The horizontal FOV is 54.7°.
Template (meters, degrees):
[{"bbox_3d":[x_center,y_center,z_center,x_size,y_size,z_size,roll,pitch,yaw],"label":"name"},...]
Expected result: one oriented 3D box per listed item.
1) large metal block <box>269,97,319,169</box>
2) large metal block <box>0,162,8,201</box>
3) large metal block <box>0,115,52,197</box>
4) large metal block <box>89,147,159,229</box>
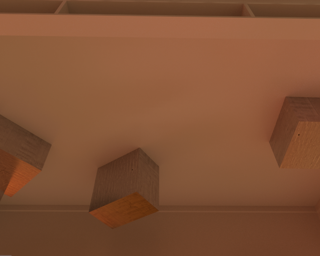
[{"bbox_3d":[0.198,0.007,0.401,0.081,0.050,0.079,1,130,-2],"label":"large metal block"},{"bbox_3d":[-0.245,0.062,0.377,0.081,0.050,0.079,5,130,-4],"label":"large metal block"},{"bbox_3d":[-0.212,0.040,0.424,0.080,0.050,0.080,-37,121,27],"label":"large metal block"},{"bbox_3d":[-0.049,0.087,0.446,0.080,0.080,0.050,-27,125,21],"label":"large metal block"}]
